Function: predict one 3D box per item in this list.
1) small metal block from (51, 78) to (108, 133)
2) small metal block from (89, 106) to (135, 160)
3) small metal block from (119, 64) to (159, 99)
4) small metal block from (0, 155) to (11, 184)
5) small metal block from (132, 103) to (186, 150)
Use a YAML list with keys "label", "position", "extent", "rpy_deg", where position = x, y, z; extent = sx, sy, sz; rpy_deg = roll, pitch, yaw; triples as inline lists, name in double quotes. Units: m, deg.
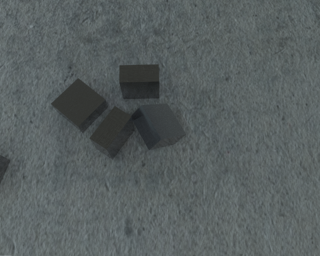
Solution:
- label: "small metal block"
  position: [-0.107, -0.030, 0.418]
  extent: [0.050, 0.025, 0.050]
  rpy_deg: [38, 74, 12]
- label: "small metal block"
  position: [-0.059, 0.007, 0.391]
  extent: [0.025, 0.050, 0.050]
  rpy_deg: [32, 73, 11]
- label: "small metal block"
  position: [-0.026, -0.061, 0.417]
  extent: [0.050, 0.050, 0.025]
  rpy_deg: [-2, 70, -1]
- label: "small metal block"
  position: [-0.225, 0.055, 0.385]
  extent: [0.050, 0.025, 0.050]
  rpy_deg: [13, 70, 4]
- label: "small metal block"
  position: [-0.002, -0.003, 0.395]
  extent: [0.050, 0.025, 0.050]
  rpy_deg: [-9, 63, -50]
